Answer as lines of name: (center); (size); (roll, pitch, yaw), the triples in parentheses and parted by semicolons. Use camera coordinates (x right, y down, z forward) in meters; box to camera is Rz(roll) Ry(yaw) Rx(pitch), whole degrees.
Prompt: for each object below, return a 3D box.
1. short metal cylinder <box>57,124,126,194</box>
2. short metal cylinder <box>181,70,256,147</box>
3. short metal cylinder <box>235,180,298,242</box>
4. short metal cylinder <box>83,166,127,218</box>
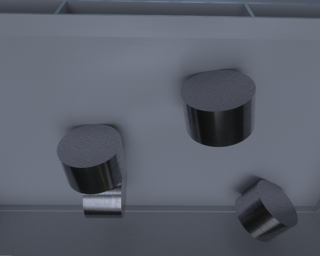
short metal cylinder: (-0.087, 0.039, 0.405); (0.080, 0.080, 0.050); (-2, 130, 2)
short metal cylinder: (0.067, -0.024, 0.353); (0.080, 0.080, 0.050); (-7, 130, 6)
short metal cylinder: (0.165, 0.129, 0.484); (0.080, 0.080, 0.050); (26, 125, -21)
short metal cylinder: (-0.077, 0.089, 0.448); (0.050, 0.080, 0.079); (1, 130, -1)
